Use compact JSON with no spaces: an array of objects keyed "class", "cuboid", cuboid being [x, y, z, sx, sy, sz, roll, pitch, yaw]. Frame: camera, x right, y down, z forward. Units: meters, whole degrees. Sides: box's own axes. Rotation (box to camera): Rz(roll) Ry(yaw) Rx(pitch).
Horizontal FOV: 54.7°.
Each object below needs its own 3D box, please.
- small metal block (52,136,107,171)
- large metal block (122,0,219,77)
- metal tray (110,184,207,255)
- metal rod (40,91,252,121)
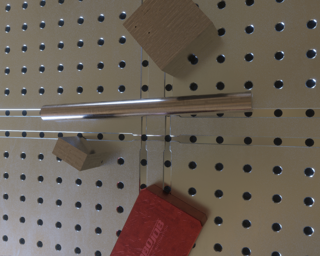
[{"class":"small metal block","cuboid":[-0.113,0.035,0.438,0.050,0.050,0.025,28,99,17]},{"class":"large metal block","cuboid":[0.015,-0.125,0.393,0.080,0.050,0.080,-42,77,15]},{"class":"metal tray","cuboid":[-0.007,0.153,0.411,0.090,0.030,0.129,28,99,17]},{"class":"metal rod","cuboid":[-0.032,-0.027,0.422,0.301,0.025,0.025,-2,90,19]}]
